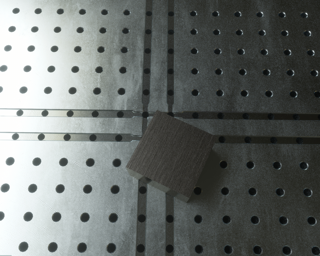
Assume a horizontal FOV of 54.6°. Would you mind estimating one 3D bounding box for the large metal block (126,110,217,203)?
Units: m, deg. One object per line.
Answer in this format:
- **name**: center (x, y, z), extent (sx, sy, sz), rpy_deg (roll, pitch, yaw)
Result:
- **large metal block**: center (0.015, 0.036, 0.385), extent (0.080, 0.050, 0.080), rpy_deg (25, 72, 9)
